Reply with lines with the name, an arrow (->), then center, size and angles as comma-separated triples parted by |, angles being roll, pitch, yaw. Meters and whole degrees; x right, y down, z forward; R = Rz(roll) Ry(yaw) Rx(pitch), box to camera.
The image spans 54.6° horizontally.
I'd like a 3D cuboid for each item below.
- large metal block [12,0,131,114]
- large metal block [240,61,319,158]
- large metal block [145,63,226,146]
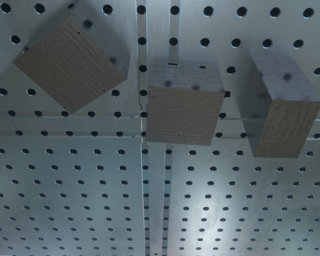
large metal block -> -0.090, -0.074, 0.332 | 0.080, 0.050, 0.080 | -28, 125, 22
large metal block -> 0.133, -0.022, 0.358 | 0.050, 0.080, 0.080 | 1, 130, -1
large metal block -> 0.026, -0.027, 0.372 | 0.080, 0.050, 0.080 | 4, 130, -4
